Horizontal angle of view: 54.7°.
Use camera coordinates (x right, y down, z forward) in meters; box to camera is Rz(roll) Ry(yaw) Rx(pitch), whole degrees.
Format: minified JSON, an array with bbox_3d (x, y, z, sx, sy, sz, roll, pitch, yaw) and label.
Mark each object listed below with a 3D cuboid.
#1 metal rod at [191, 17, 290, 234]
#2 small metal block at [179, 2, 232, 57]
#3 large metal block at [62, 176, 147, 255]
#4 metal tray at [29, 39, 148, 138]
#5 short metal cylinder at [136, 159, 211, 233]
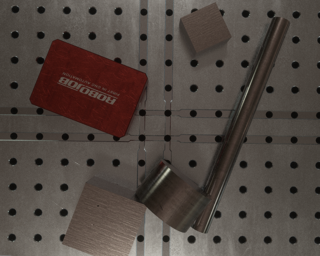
[{"bbox_3d":[0.107,-0.004,0.414,0.025,0.025,0.299,22,90,-1],"label":"metal rod"},{"bbox_3d":[0.060,-0.131,0.414,0.050,0.025,0.050,-25,90,-1],"label":"small metal block"},{"bbox_3d":[-0.067,0.117,0.400,0.080,0.050,0.080,21,90,-1],"label":"large metal block"},{"bbox_3d":[-0.091,-0.050,0.410,0.131,0.030,0.090,21,90,-1],"label":"metal tray"},{"bbox_3d":[0.017,0.083,0.386,0.080,0.080,0.050,38,90,-1],"label":"short metal cylinder"}]
